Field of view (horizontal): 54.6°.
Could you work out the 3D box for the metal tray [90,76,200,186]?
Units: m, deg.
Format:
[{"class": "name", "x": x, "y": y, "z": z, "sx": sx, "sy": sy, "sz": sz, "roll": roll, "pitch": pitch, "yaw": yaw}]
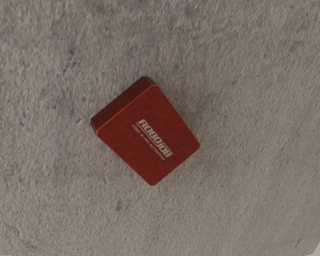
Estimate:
[{"class": "metal tray", "x": -0.014, "y": 0.009, "z": 0.401, "sx": 0.090, "sy": 0.030, "sz": 0.130, "roll": -40, "pitch": 129, "yaw": -1}]
